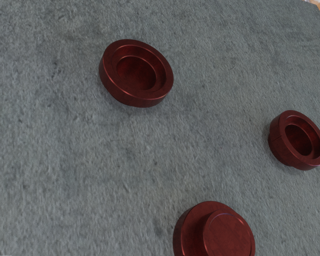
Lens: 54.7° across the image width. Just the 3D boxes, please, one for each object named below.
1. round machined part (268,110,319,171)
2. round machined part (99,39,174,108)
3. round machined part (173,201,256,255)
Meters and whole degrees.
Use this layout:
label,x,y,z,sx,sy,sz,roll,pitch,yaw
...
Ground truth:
label,x,y,z,sx,sy,sz,roll,pitch,yaw
round machined part,0.214,0.023,0.497,0.099,0.042,0.098,14,56,-21
round machined part,-0.034,-0.068,0.417,0.099,0.042,0.098,14,56,-21
round machined part,0.068,0.130,0.351,0.099,0.042,0.098,14,56,-21
